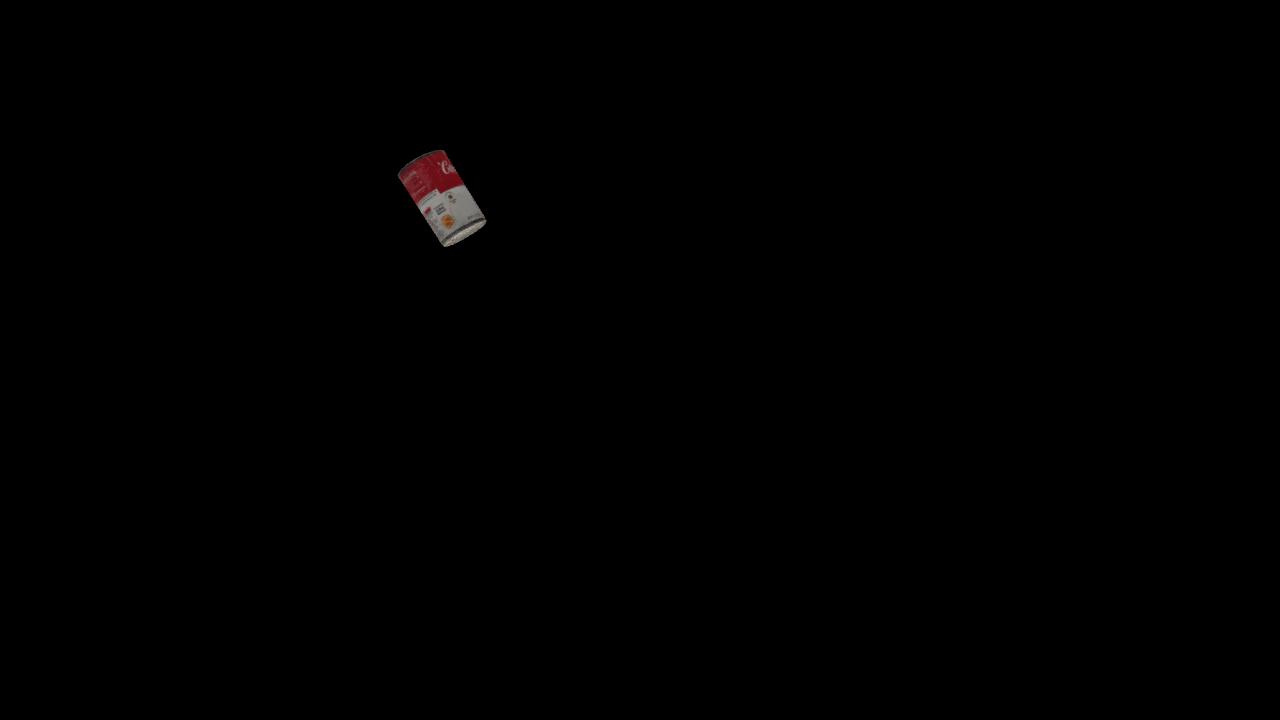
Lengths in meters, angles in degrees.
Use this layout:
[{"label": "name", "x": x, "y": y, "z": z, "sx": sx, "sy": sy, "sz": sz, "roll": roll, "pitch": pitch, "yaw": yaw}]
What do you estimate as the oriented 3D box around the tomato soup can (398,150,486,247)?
[{"label": "tomato soup can", "x": -0.250, "y": -0.204, "z": 0.782, "sx": 0.068, "sy": 0.101, "sz": 0.068, "roll": -30, "pitch": 9, "yaw": 5}]
